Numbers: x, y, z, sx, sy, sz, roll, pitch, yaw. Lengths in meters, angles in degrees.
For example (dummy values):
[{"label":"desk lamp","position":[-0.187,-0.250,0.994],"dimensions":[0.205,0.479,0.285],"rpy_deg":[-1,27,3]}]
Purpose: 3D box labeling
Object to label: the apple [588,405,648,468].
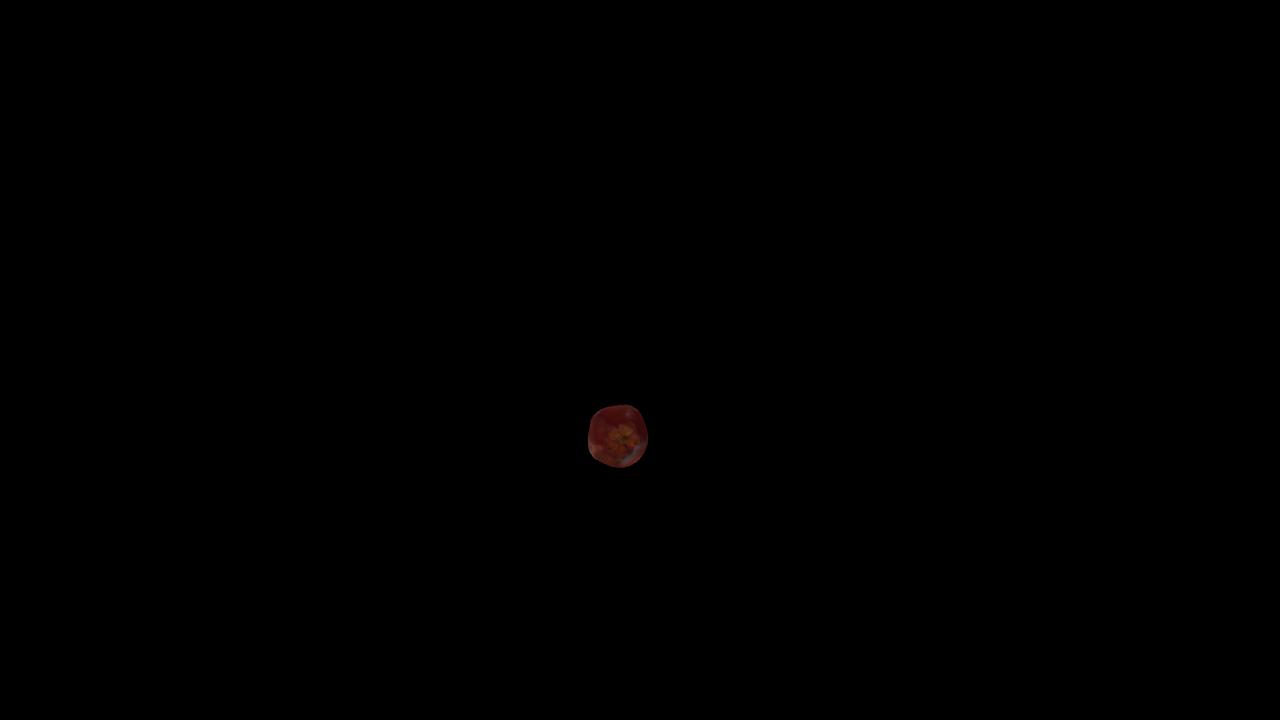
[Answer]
[{"label":"apple","position":[-0.026,0.092,0.753],"dimensions":[0.079,0.079,0.093],"rpy_deg":[0,-6,-7]}]
